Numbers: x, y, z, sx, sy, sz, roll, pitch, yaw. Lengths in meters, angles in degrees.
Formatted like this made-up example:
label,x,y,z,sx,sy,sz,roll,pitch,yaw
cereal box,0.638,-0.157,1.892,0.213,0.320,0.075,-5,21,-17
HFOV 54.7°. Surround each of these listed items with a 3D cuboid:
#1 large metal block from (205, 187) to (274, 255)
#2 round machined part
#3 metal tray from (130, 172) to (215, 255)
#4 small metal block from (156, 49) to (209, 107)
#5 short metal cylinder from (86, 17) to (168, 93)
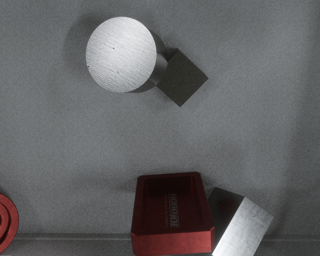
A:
label,x,y,z,sx,sy,sz,roll,pitch,yaw
large metal block,0.092,0.133,0.417,0.050,0.080,0.080,36,79,-13
round machined part,-0.254,0.133,0.430,0.099,0.042,0.097,0,90,-40
metal tray,0.014,0.102,0.393,0.091,0.130,0.030,-4,110,1
small metal block,0.024,-0.063,0.388,0.050,0.025,0.050,41,105,-14
short metal cylinder,-0.036,-0.080,0.355,0.080,0.050,0.079,1,96,14
